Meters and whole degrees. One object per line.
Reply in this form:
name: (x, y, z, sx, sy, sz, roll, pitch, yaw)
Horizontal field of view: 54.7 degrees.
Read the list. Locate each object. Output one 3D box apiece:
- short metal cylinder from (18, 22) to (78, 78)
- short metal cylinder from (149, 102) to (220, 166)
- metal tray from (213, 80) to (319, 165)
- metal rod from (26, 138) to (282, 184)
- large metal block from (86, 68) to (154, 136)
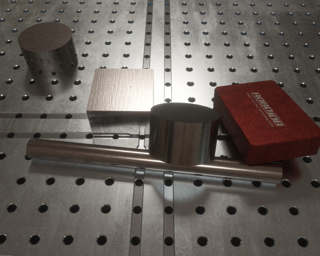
short metal cylinder: (-0.176, -0.125, 0.494, 0.081, 0.050, 0.080, 0, 50, 0)
short metal cylinder: (0.028, 0.004, 0.366, 0.081, 0.050, 0.080, 4, 20, -1)
metal tray: (0.132, -0.013, 0.400, 0.091, 0.030, 0.130, -8, 39, -7)
metal rod: (-0.010, 0.039, 0.374, 0.302, 0.025, 0.025, 5, 50, 4)
large metal block: (-0.049, -0.036, 0.421, 0.081, 0.050, 0.080, 1, 50, 0)
